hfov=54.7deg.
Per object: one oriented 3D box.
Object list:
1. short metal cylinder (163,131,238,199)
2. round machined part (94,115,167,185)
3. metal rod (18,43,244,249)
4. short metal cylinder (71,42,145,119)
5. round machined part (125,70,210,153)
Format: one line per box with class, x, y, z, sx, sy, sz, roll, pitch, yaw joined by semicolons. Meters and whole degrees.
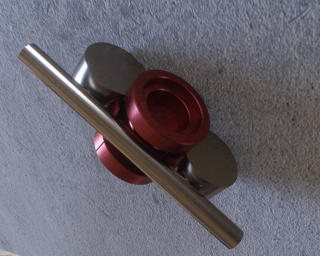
short metal cylinder;0.046;0.046;0.375;0.080;0.080;0.050;43;129;-2
round machined part;-0.027;0.017;0.383;0.098;0.098;0.042;43;125;-2
metal rod;-0.029;0.021;0.332;0.300;0.025;0.025;42;129;-2
short metal cylinder;-0.061;-0.055;0.369;0.080;0.080;0.050;43;129;-2
round machined part;0.005;-0.014;0.349;0.098;0.098;0.042;43;133;-2
